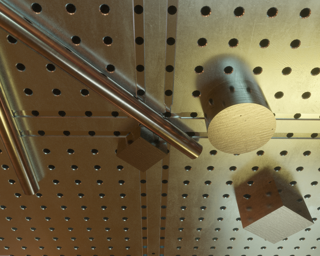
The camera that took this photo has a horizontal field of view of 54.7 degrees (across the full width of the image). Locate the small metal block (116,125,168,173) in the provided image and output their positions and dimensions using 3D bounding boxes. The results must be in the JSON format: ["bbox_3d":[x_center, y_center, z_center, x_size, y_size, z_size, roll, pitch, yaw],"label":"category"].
[{"bbox_3d":[-0.025,0.030,0.437,0.050,0.025,0.050,36,121,-27],"label":"small metal block"}]

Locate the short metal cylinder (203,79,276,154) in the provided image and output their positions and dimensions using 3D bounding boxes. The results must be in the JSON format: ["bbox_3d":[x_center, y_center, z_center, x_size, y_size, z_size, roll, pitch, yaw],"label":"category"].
[{"bbox_3d":[0.096,-0.013,0.385,0.081,0.050,0.079,0,130,0],"label":"short metal cylinder"}]

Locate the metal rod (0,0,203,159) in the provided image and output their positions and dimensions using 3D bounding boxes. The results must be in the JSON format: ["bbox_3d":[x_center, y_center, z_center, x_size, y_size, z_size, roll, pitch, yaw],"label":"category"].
[{"bbox_3d":[-0.059,-0.044,0.373,0.301,0.025,0.025,35,122,-27],"label":"metal rod"}]

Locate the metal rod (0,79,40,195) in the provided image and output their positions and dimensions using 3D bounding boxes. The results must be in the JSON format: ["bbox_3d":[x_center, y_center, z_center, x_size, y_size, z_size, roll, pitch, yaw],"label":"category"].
[{"bbox_3d":[-0.201,-0.017,0.394,0.025,0.025,0.298,0,130,-1],"label":"metal rod"}]

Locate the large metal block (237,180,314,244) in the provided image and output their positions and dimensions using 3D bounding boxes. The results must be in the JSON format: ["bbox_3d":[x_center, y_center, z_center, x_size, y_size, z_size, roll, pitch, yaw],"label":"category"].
[{"bbox_3d":[0.192,0.143,0.520,0.080,0.050,0.080,31,123,-24],"label":"large metal block"}]
